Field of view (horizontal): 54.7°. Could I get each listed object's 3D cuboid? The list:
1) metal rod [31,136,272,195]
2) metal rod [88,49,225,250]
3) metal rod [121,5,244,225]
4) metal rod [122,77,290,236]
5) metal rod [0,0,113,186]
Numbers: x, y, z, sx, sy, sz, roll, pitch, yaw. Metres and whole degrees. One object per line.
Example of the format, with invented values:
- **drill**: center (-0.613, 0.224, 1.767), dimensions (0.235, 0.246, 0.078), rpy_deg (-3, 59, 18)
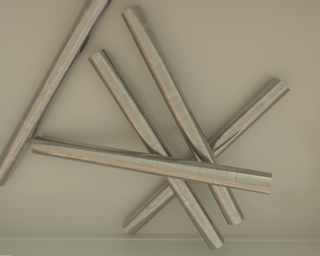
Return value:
- **metal rod**: center (-0.021, 0.043, 0.384), dimensions (0.301, 0.025, 0.025), rpy_deg (8, 111, 13)
- **metal rod**: center (0.001, 0.035, 0.404), dimensions (0.025, 0.025, 0.299), rpy_deg (-30, 100, 10)
- **metal rod**: center (0.034, -0.007, 0.389), dimensions (0.025, 0.025, 0.299), rpy_deg (-26, 101, 9)
- **metal rod**: center (0.054, 0.048, 0.429), dimensions (0.025, 0.025, 0.299), rpy_deg (41, 105, -14)
- **metal rod**: center (-0.144, -0.043, 0.393), dimensions (0.025, 0.025, 0.299), rpy_deg (32, 107, -12)
